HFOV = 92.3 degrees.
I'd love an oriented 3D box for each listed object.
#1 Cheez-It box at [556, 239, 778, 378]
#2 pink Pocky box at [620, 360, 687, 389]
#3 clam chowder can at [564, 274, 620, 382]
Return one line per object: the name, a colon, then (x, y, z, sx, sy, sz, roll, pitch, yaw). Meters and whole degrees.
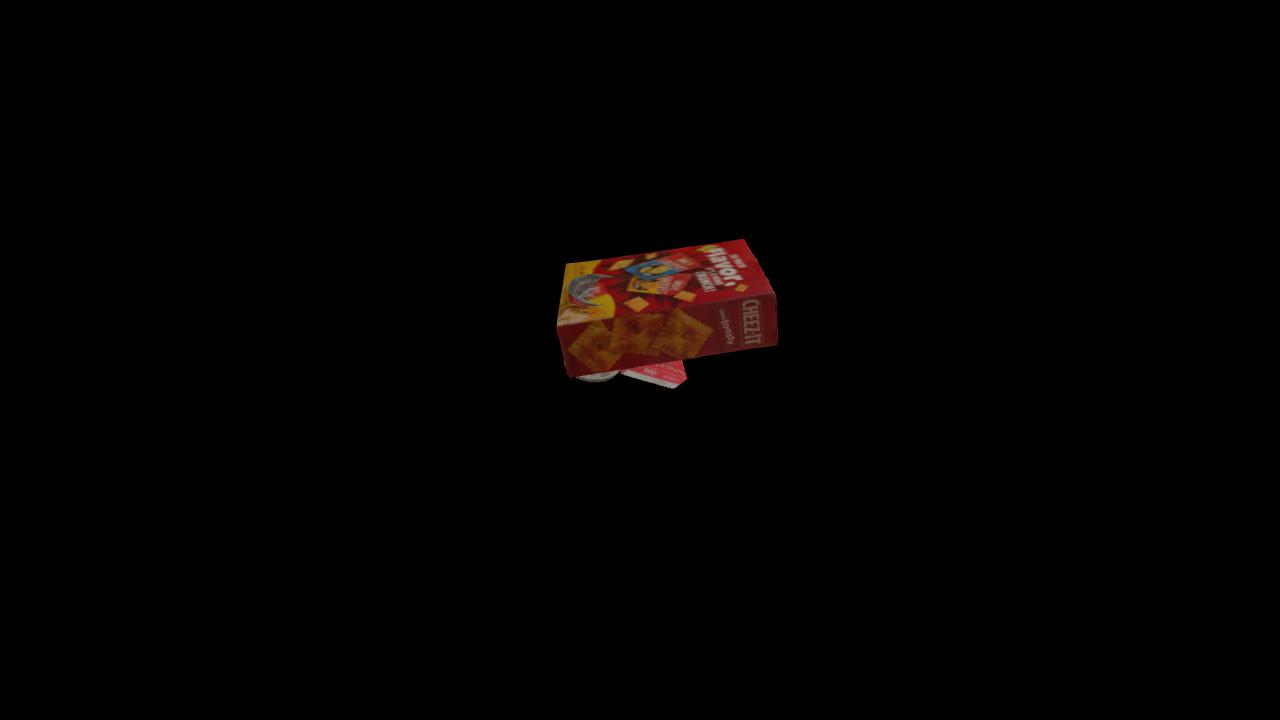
Cheez-It box: (0.025, -0.064, 0.684, 0.223, 0.071, 0.166, -9, 31, 2)
pink Pocky box: (0.005, -0.044, 0.742, 0.084, 0.155, 0.029, 18, -42, -38)
clam chowder can: (-0.048, -0.034, 0.679, 0.068, 0.102, 0.068, 5, 35, -4)
